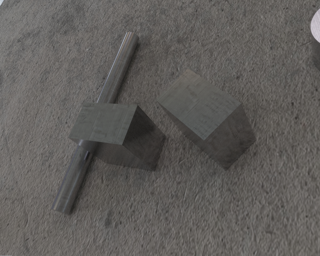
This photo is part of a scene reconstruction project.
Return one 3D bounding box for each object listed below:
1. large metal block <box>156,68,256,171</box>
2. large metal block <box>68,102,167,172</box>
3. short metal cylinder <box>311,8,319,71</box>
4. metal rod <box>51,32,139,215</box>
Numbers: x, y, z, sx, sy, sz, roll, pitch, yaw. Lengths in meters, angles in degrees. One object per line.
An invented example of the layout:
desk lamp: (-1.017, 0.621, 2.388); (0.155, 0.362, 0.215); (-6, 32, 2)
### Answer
large metal block: (0.053, -0.008, 0.346); (0.050, 0.080, 0.080); (-45, 51, -3)
large metal block: (-0.050, 0.011, 0.388); (0.080, 0.080, 0.050); (5, 65, 30)
short metal cylinder: (0.210, -0.099, 0.339); (0.080, 0.050, 0.080); (-13, 56, 21)
metal rod: (-0.089, -0.022, 0.463); (0.025, 0.025, 0.300); (4, 63, 30)
